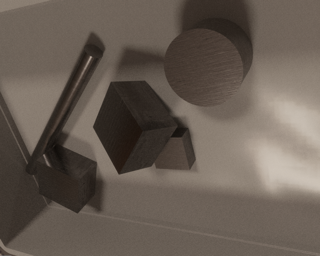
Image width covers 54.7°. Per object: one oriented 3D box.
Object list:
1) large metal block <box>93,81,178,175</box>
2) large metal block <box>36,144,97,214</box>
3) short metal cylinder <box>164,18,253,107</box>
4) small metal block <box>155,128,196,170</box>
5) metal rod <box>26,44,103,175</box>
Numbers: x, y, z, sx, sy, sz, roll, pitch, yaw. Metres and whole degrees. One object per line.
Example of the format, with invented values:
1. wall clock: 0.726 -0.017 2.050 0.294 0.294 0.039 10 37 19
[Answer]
1. large metal block: -0.035 -0.002 0.386 0.080 0.050 0.079 56 135 28
2. large metal block: -0.157 0.086 0.526 0.080 0.050 0.079 22 127 14
3. short metal cylinder: 0.051 -0.069 0.322 0.080 0.050 0.079 13 124 20
4. small metal block: 0.016 0.028 0.416 0.050 0.025 0.050 -1 118 28
5. metal rod: -0.161 -0.010 0.484 0.025 0.025 0.298 41 129 0
